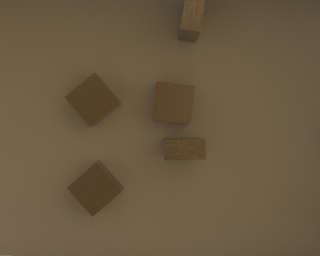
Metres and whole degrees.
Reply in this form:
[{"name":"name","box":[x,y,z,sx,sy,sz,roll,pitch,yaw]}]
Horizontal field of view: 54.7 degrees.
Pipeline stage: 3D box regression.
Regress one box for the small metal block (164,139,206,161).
[{"name":"small metal block","box":[0.030,0.026,0.399,0.050,0.050,0.025,-1,90,0]}]

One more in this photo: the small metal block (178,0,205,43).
[{"name":"small metal block","box":[0.040,-0.143,0.399,0.025,0.050,0.050,9,90,0]}]

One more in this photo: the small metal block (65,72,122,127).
[{"name":"small metal block","box":[-0.087,-0.037,0.411,0.050,0.025,0.050,-40,90,0]}]

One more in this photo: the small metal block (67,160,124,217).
[{"name":"small metal block","box":[-0.084,0.079,0.411,0.050,0.025,0.050,-41,90,0]}]

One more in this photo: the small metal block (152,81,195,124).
[{"name":"small metal block","box":[0.018,-0.033,0.411,0.050,0.025,0.050,7,90,0]}]
